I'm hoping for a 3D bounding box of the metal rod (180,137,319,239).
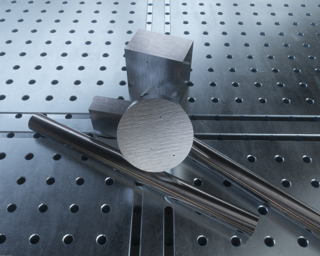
[{"bbox_3d":[0.103,0.062,0.356,0.300,0.025,0.025,31,57,23],"label":"metal rod"}]

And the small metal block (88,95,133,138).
[{"bbox_3d":[-0.060,-0.012,0.401,0.050,0.050,0.025,9,51,7],"label":"small metal block"}]

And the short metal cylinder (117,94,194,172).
[{"bbox_3d":[-0.005,0.004,0.349,0.081,0.079,0.050,0,11,-1],"label":"short metal cylinder"}]

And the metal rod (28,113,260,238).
[{"bbox_3d":[-0.033,0.047,0.367,0.301,0.025,0.025,23,54,17],"label":"metal rod"}]

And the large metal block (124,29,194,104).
[{"bbox_3d":[-0.001,-0.086,0.445,0.080,0.080,0.050,16,52,12],"label":"large metal block"}]
